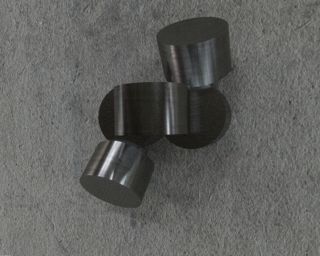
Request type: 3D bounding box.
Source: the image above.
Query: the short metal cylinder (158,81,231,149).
[{"bbox_3d":[0.044,-0.015,0.380,0.080,0.050,0.079,0,90,19],"label":"short metal cylinder"}]

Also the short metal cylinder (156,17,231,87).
[{"bbox_3d":[0.040,-0.089,0.359,0.080,0.080,0.050,1,129,19],"label":"short metal cylinder"}]

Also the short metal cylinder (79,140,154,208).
[{"bbox_3d":[-0.053,0.060,0.391,0.080,0.080,0.050,8,54,19],"label":"short metal cylinder"}]

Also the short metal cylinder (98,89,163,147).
[{"bbox_3d":[-0.032,-0.015,0.407,0.080,0.050,0.079,0,90,19],"label":"short metal cylinder"}]

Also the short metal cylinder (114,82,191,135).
[{"bbox_3d":[-0.008,-0.018,0.330,0.080,0.080,0.050,-1,90,19],"label":"short metal cylinder"}]
